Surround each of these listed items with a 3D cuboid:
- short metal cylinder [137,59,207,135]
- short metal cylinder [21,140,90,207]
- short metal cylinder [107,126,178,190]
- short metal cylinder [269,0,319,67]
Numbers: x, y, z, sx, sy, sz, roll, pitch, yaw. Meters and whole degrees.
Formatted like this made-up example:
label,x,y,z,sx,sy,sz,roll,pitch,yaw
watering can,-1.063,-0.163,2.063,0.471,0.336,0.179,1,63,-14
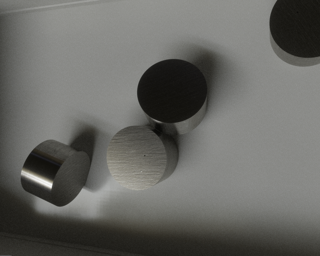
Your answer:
label,x,y,z,sx,sy,sz,roll,pitch,yaw
short metal cylinder,0.017,-0.036,0.377,0.080,0.050,0.080,-2,73,7
short metal cylinder,-0.143,0.062,0.430,0.050,0.080,0.080,19,96,18
short metal cylinder,-0.021,0.037,0.404,0.080,0.050,0.079,0,90,19
short metal cylinder,0.163,-0.112,0.340,0.080,0.050,0.079,0,90,19
